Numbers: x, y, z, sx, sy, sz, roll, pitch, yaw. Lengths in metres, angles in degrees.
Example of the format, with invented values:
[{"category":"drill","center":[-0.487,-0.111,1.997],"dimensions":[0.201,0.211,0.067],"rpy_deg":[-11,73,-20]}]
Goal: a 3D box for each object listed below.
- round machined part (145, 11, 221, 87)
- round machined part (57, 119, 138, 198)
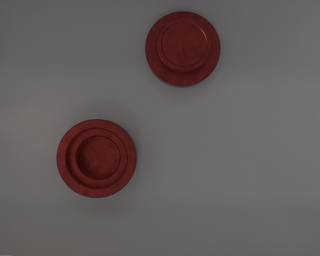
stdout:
[{"category":"round machined part","center":[0.030,-0.104,0.403],"dimensions":[0.099,0.042,0.097],"rpy_deg":[0,90,0]},{"category":"round machined part","center":[-0.078,0.037,0.402],"dimensions":[0.099,0.042,0.097],"rpy_deg":[0,90,0]}]
